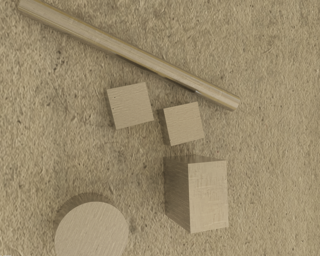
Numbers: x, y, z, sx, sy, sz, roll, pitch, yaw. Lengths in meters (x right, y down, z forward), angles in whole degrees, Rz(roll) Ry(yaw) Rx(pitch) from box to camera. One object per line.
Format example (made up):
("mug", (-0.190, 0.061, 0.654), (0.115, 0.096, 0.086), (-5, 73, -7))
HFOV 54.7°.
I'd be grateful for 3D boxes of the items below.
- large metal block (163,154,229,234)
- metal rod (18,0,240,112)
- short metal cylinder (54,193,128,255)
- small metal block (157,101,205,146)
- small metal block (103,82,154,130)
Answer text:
("large metal block", (0.043, 0.079, 0.397), (0.050, 0.080, 0.079), (-3, 91, -20))
("metal rod", (-0.024, -0.089, 0.400), (0.302, 0.025, 0.025), (22, 83, -19))
("short metal cylinder", (-0.083, 0.121, 0.366), (0.081, 0.050, 0.079), (0, 90, -20))
("small metal block", (0.028, -0.006, 0.421), (0.050, 0.025, 0.050), (-13, 95, -20))
("small metal block", (-0.040, -0.028, 0.395), (0.050, 0.025, 0.050), (-15, 95, -20))
